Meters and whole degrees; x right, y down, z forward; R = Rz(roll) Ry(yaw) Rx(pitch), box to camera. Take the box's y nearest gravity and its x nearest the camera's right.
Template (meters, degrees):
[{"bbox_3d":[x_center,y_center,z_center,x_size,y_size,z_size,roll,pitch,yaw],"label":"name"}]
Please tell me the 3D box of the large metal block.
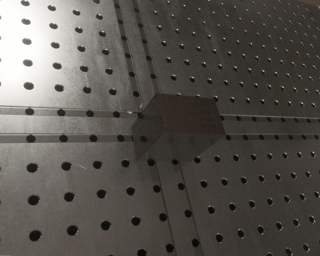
[{"bbox_3d":[0.019,0.003,0.383,0.081,0.080,0.050,3,61,-27],"label":"large metal block"}]
